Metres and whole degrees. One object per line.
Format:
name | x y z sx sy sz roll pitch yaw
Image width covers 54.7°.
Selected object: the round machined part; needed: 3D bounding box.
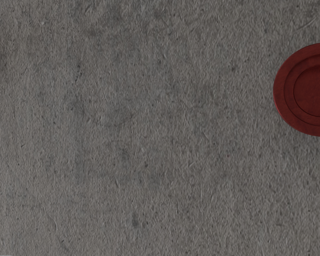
round machined part | 0.176 -0.040 0.338 0.098 0.042 0.097 0 90 20
